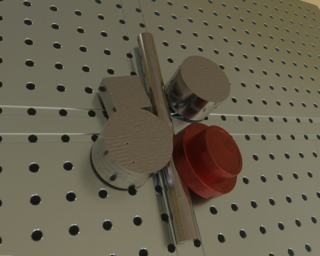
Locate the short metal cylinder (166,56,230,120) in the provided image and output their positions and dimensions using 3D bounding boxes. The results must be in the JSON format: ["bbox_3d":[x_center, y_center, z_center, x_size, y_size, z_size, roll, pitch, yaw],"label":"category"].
[{"bbox_3d":[0.054,-0.058,0.451,0.081,0.050,0.080,14,56,-21],"label":"short metal cylinder"}]

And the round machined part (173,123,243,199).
[{"bbox_3d":[0.066,0.036,0.391,0.098,0.042,0.098,27,45,-31],"label":"round machined part"}]

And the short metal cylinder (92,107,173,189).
[{"bbox_3d":[-0.032,0.023,0.355,0.081,0.050,0.080,14,56,-21],"label":"short metal cylinder"}]

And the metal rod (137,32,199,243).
[{"bbox_3d":[0.004,-0.006,0.409,0.025,0.025,0.299,3,60,-27],"label":"metal rod"}]

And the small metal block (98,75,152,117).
[{"bbox_3d":[-0.046,-0.039,0.402,0.050,0.025,0.050,-12,68,-33],"label":"small metal block"}]
